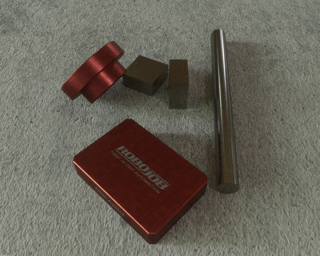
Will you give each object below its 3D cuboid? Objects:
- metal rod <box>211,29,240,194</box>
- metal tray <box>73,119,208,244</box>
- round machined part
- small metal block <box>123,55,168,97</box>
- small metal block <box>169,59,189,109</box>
[{"bbox_3d":[0.089,-0.047,0.443,0.025,0.025,0.300,4,50,3],"label":"metal rod"},{"bbox_3d":[-0.023,0.054,0.354,0.130,0.030,0.090,36,58,26],"label":"metal tray"},{"bbox_3d":[-0.084,-0.071,0.427,0.042,0.098,0.098,47,56,-11],"label":"round machined part"},{"bbox_3d":[-0.022,-0.080,0.470,0.050,0.025,0.050,22,53,17],"label":"small metal block"},{"bbox_3d":[0.026,-0.062,0.439,0.025,0.050,0.050,1,50,0],"label":"small metal block"}]
